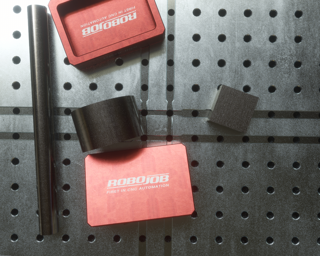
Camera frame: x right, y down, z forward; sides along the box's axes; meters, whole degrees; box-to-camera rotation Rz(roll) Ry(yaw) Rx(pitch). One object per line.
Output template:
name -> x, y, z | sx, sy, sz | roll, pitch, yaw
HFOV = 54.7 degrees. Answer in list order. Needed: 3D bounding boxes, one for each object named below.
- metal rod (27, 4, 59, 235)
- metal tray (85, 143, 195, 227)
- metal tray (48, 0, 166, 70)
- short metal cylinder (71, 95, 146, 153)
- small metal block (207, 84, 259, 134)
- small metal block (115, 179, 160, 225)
metal rod -> -0.155, -0.010, 0.411 | 0.025, 0.025, 0.298 | -3, 90, 0
metal tray -> -0.026, 0.073, 0.397 | 0.131, 0.030, 0.090 | -7, 72, 0
metal tray -> -0.068, -0.142, 0.409 | 0.131, 0.030, 0.090 | -20, 90, 0
short metal cylinder -> -0.064, -0.005, 0.385 | 0.080, 0.080, 0.050 | -16, 90, 0
small metal block -> 0.096, -0.025, 0.414 | 0.050, 0.025, 0.050 | 20, 90, 0
small metal block -> -0.031, 0.094, 0.413 | 0.050, 0.025, 0.050 | -19, 90, 0
